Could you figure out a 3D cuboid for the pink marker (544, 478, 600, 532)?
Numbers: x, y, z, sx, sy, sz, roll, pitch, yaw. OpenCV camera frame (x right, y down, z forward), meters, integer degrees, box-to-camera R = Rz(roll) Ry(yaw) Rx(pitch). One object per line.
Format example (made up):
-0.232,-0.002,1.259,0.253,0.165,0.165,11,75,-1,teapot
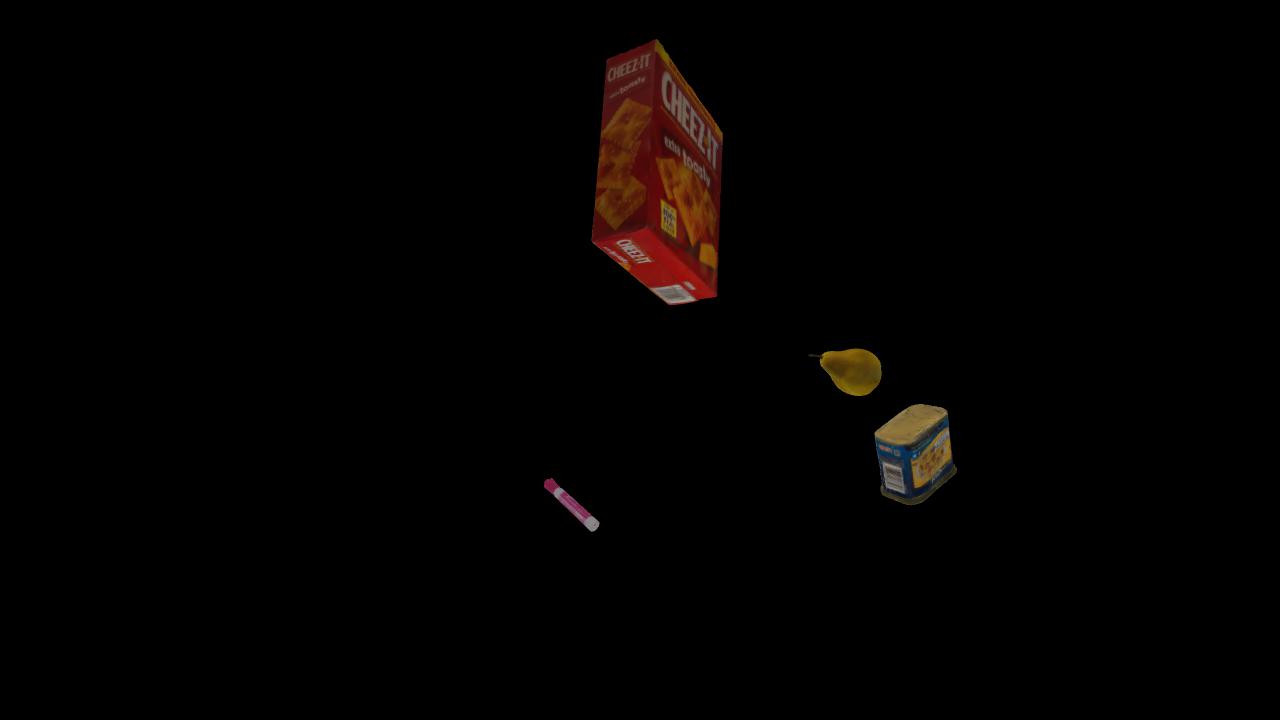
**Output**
-0.110,0.224,0.962,0.121,0.020,0.020,33,20,33,pink marker

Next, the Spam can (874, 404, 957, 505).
0.340,0.114,0.759,0.101,0.085,0.058,-27,23,-28,Spam can

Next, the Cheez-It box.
0.026,-0.193,0.662,0.071,0.223,0.166,-7,-22,30,Cheez-It box

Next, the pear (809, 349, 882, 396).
0.318,0.009,0.954,0.111,0.080,0.080,25,-9,-20,pear
